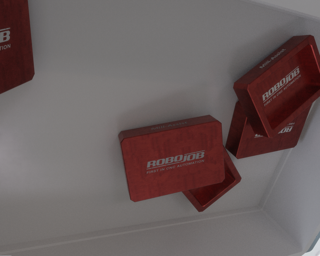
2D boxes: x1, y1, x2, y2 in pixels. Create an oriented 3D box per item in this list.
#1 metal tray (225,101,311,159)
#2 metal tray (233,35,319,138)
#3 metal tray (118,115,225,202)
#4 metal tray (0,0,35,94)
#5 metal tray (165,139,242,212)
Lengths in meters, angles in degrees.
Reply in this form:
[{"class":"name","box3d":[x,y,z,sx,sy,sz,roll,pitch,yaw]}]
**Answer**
[{"class":"metal tray","box3d":[0.175,-0.004,0.498,0.131,0.030,0.089,-8,122,-24]},{"class":"metal tray","box3d":[0.174,-0.059,0.436,0.131,0.030,0.090,-38,115,-14]},{"class":"metal tray","box3d":[0.017,0.039,0.410,0.131,0.030,0.089,-11,109,-10]},{"class":"metal tray","box3d":[-0.151,-0.062,0.229,0.030,0.131,0.089,14,120,13]},{"class":"metal tray","box3d":[0.066,0.066,0.481,0.090,0.030,0.130,-38,129,-3]}]
